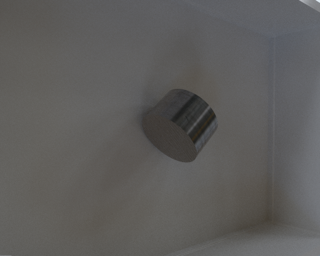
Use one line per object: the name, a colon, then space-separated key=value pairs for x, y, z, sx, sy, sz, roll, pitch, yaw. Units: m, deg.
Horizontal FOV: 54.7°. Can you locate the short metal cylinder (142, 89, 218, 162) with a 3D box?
short metal cylinder: x=0.025 y=-0.002 z=0.390 sx=0.050 sy=0.080 sz=0.080 roll=-49 pitch=120 yaw=-29
